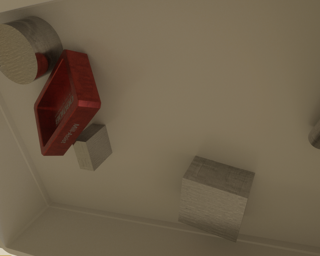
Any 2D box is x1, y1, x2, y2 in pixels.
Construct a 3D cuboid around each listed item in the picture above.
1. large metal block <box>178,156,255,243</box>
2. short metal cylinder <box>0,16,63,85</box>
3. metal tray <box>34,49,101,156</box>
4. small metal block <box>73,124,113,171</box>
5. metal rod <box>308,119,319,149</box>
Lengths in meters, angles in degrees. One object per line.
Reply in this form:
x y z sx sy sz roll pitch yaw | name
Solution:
0.073 0.093 0.410 0.080 0.050 0.079 15 125 19 | large metal block
-0.180 -0.105 0.420 0.080 0.050 0.079 13 124 20 | short metal cylinder
-0.131 -0.030 0.422 0.129 0.030 0.090 -43 56 39 | metal tray
-0.100 0.028 0.460 0.025 0.050 0.050 6 121 25 | small metal block
0.154 -0.055 0.196 0.025 0.025 0.299 20 158 16 | metal rod
